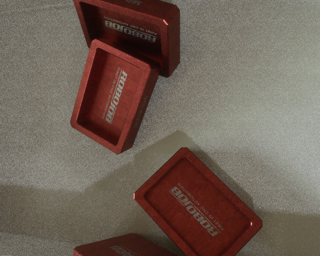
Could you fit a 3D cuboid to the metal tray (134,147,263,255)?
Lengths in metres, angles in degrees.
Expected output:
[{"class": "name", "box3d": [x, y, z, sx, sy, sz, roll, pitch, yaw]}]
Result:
[{"class": "metal tray", "box3d": [0.044, 0.099, 0.376, 0.090, 0.030, 0.130, -44, 76, -7]}]

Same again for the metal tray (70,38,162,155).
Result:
[{"class": "metal tray", "box3d": [-0.062, -0.042, 0.412, 0.090, 0.030, 0.129, 29, 113, 17]}]

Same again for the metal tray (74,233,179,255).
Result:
[{"class": "metal tray", "box3d": [-0.032, 0.163, 0.356, 0.130, 0.091, 0.030, 2, 91, 52]}]

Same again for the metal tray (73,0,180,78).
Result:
[{"class": "metal tray", "box3d": [-0.040, -0.122, 0.389, 0.130, 0.090, 0.030, 23, 61, 18]}]
